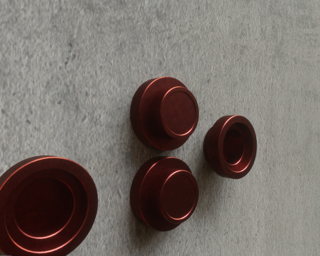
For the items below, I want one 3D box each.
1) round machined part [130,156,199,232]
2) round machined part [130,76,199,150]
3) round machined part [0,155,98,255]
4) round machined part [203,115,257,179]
[{"bbox_3d":[0.013,0.087,0.407,0.099,0.042,0.097,0,90,-40],"label":"round machined part"},{"bbox_3d":[0.013,-0.019,0.407,0.099,0.042,0.097,0,90,-40],"label":"round machined part"},{"bbox_3d":[-0.114,0.075,0.300,0.099,0.042,0.097,0,90,-40],"label":"round machined part"},{"bbox_3d":[0.106,0.029,0.486,0.099,0.042,0.097,0,90,-40],"label":"round machined part"}]
